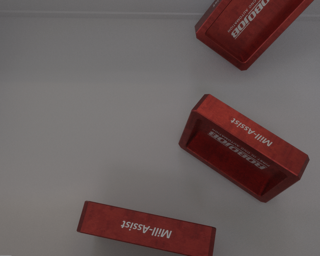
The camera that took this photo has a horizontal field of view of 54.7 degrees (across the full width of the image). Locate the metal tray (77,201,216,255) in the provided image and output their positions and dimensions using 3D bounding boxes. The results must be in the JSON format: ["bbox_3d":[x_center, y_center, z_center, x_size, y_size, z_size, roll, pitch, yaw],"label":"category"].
[{"bbox_3d":[-0.013,0.111,0.334,0.131,0.090,0.030,11,71,4],"label":"metal tray"}]

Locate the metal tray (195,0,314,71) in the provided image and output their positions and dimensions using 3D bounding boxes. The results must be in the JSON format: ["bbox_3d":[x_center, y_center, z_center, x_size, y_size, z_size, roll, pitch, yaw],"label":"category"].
[{"bbox_3d":[0.119,-0.149,0.400,0.090,0.129,0.030,31,31,-19],"label":"metal tray"}]

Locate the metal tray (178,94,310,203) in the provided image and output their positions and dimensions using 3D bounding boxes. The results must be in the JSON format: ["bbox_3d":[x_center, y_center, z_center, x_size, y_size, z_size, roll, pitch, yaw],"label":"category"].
[{"bbox_3d":[0.090,0.027,0.363,0.130,0.090,0.030,34,61,11],"label":"metal tray"}]
